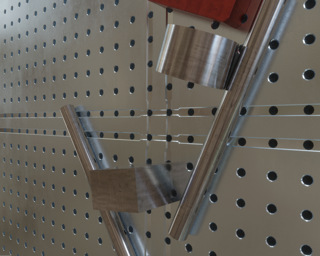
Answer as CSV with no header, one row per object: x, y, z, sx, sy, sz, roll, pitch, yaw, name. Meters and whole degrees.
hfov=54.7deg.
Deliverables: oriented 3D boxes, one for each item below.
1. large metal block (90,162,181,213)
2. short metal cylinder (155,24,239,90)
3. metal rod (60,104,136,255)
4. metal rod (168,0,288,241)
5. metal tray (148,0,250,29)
-0.031,0.074,0.399,0.080,0.081,0.050,-9,85,39,large metal block
0.040,-0.078,0.341,0.080,0.081,0.050,26,106,37,short metal cylinder
-0.098,0.090,0.490,0.025,0.025,0.299,-42,65,32,metal rod
0.070,-0.001,0.351,0.025,0.025,0.298,31,109,35,metal rod
0.050,-0.180,0.365,0.130,0.030,0.089,32,110,35,metal tray
